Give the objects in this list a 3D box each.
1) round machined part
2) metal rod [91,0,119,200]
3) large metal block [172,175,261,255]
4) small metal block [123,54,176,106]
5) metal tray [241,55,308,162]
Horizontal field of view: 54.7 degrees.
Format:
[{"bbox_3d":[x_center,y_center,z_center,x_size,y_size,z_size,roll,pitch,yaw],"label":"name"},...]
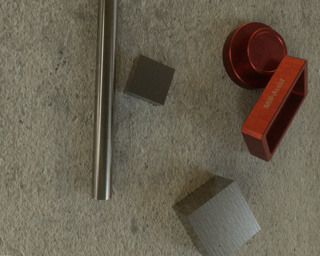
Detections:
[{"bbox_3d":[0.145,-0.107,0.454,0.099,0.042,0.097,0,90,-20],"label":"round machined part"},{"bbox_3d":[-0.067,-0.063,0.384,0.025,0.025,0.298,2,89,-20],"label":"metal rod"},{"bbox_3d":[0.077,0.123,0.425,0.080,0.050,0.080,-32,101,-17],"label":"large metal block"},{"bbox_3d":[-0.014,-0.061,0.404,0.050,0.025,0.050,20,83,-19],"label":"small metal block"},{"bbox_3d":[0.167,-0.026,0.441,0.130,0.030,0.090,-57,145,-11],"label":"metal tray"}]
